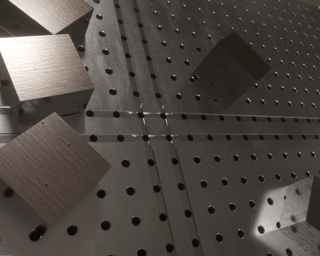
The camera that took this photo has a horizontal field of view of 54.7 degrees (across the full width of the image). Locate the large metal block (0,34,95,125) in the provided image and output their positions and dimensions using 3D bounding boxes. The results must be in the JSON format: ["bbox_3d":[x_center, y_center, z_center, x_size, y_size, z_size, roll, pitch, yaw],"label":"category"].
[{"bbox_3d":[-0.134,-0.058,0.356,0.081,0.050,0.080,-17,71,-35],"label":"large metal block"}]

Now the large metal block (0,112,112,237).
[{"bbox_3d":[-0.110,0.044,0.306,0.080,0.050,0.080,44,51,1],"label":"large metal block"}]

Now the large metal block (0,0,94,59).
[{"bbox_3d":[-0.148,-0.146,0.403,0.080,0.050,0.080,38,51,-3],"label":"large metal block"}]

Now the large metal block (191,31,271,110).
[{"bbox_3d":[0.110,-0.089,0.489,0.080,0.080,0.050,47,51,4],"label":"large metal block"}]

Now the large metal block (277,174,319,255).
[{"bbox_3d":[0.223,0.127,0.437,0.080,0.050,0.080,38,51,-4],"label":"large metal block"}]
